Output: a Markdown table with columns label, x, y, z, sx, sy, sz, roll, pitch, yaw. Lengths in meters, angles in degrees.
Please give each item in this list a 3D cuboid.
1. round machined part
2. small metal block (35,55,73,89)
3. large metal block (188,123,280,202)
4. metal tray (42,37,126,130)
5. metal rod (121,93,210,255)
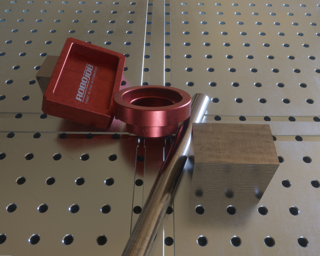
| label | x | y | z | sx | sy | sz | roll | pitch | yaw |
| --- | --- | --- | --- | --- | --- | --- | --- | --- | --- |
| round machined part | -0.010 | -0.021 | 0.398 | 0.099 | 0.042 | 0.098 | 1 | 25 | 0 |
| small metal block | -0.155 | -0.085 | 0.477 | 0.050 | 0.025 | 0.050 | 6 | 50 | 4 |
| large metal block | 0.074 | 0.040 | 0.340 | 0.081 | 0.080 | 0.050 | 1 | 50 | 1 |
| metal tray | -0.103 | -0.066 | 0.438 | 0.091 | 0.030 | 0.130 | 15 | 49 | -14 |
| metal rod | 0.005 | 0.067 | 0.351 | 0.025 | 0.025 | 0.301 | 17 | 52 | 13 |
